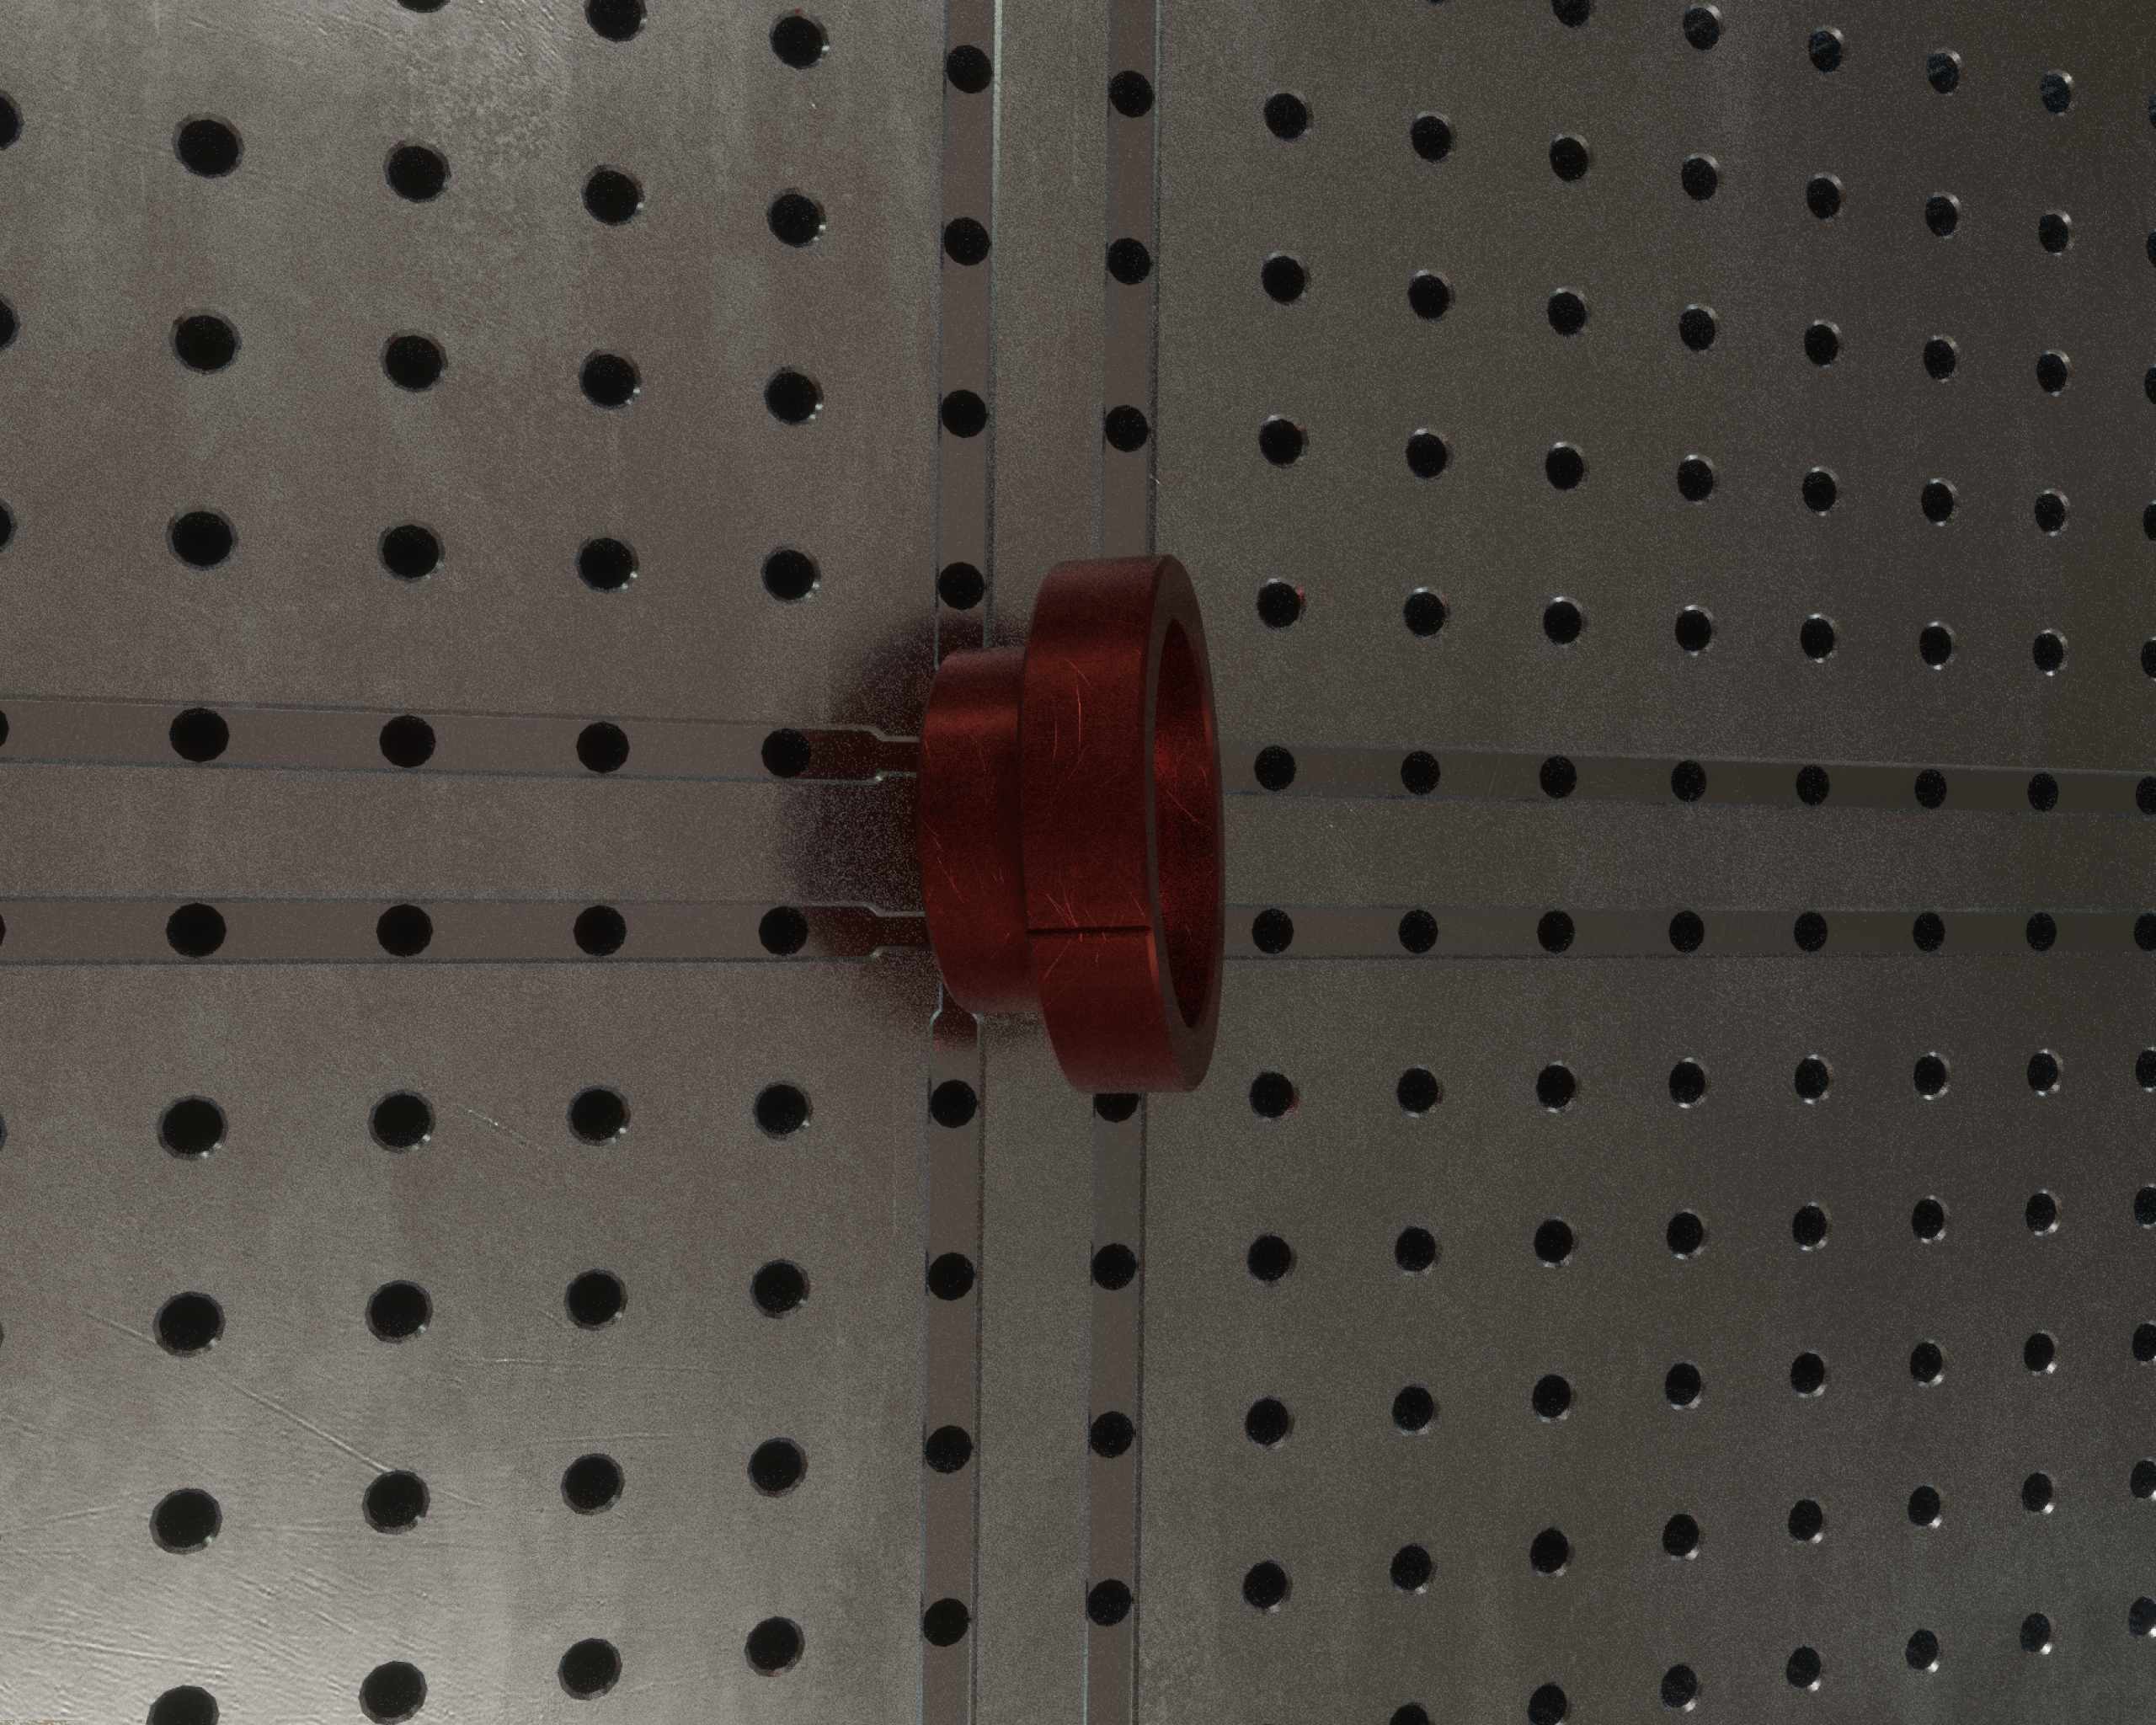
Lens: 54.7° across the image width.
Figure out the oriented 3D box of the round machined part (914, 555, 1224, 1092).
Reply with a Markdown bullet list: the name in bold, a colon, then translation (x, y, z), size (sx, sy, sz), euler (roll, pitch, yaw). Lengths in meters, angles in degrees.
- **round machined part**: translation (-0.001, -0.006, 0.384), size (0.042, 0.098, 0.097), euler (-2, 91, 11)
